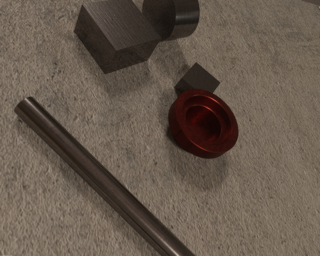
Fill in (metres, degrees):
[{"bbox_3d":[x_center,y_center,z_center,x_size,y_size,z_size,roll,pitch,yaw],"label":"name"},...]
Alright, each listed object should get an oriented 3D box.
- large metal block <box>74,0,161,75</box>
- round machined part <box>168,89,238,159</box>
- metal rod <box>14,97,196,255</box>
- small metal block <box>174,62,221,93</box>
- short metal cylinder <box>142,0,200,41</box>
[{"bbox_3d":[-0.060,-0.132,0.437,0.081,0.050,0.080,-28,77,-38],"label":"large metal block"},{"bbox_3d":[0.055,-0.002,0.426,0.099,0.042,0.098,14,56,-21],"label":"round machined part"},{"bbox_3d":[-0.041,0.079,0.334,0.300,0.025,0.025,44,51,2],"label":"metal rod"},{"bbox_3d":[0.058,-0.066,0.478,0.050,0.025,0.050,40,51,-1],"label":"small metal block"},{"bbox_3d":[0.016,-0.181,0.490,0.050,0.080,0.080,-20,73,-36],"label":"short metal cylinder"}]
